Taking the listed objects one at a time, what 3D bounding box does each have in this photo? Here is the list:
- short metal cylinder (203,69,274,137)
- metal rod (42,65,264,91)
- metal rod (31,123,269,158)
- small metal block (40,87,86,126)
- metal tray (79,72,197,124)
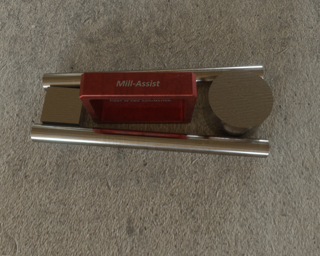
[{"bbox_3d":[0.100,-0.030,0.407,0.081,0.050,0.080,0,70,0],"label":"short metal cylinder"},{"bbox_3d":[-0.008,-0.070,0.435,0.302,0.025,0.025,-2,70,-1],"label":"metal rod"},{"bbox_3d":[-0.013,0.016,0.403,0.302,0.025,0.025,4,70,1],"label":"metal rod"},{"bbox_3d":[-0.128,-0.027,0.419,0.050,0.025,0.050,4,70,1],"label":"small metal block"},{"bbox_3d":[-0.024,-0.034,0.386,0.131,0.090,0.030,0,70,0],"label":"metal tray"}]
